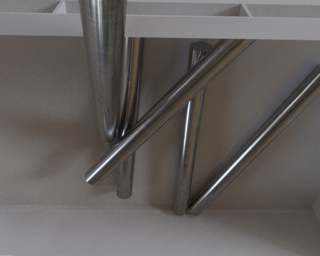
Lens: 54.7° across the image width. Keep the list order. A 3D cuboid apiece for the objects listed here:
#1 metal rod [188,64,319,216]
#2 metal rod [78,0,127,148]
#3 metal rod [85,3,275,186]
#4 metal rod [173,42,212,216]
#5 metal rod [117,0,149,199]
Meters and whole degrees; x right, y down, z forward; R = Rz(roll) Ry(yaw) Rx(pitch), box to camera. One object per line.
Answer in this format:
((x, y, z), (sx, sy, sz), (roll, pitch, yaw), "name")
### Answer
((0.125, 0.036, 0.442), (0.025, 0.025, 0.298), (21, 127, -17), "metal rod")
((-0.049, -0.028, 0.284), (0.025, 0.025, 0.299), (7, 162, -7), "metal rod")
((0.002, -0.018, 0.359), (0.025, 0.025, 0.299), (32, 123, -25), "metal rod")
((0.039, 0.025, 0.431), (0.025, 0.025, 0.298), (1, 130, -2), "metal rod")
((-0.041, -0.009, 0.401), (0.025, 0.025, 0.298), (5, 130, -5), "metal rod")
